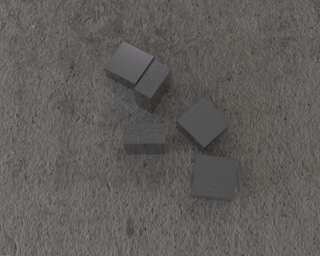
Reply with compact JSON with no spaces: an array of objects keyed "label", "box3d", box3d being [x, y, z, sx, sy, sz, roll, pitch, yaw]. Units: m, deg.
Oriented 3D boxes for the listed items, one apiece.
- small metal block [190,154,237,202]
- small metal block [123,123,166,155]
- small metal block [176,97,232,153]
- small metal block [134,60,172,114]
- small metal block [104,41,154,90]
[{"label":"small metal block","box3d":[0.066,0.063,0.386,0.050,0.025,0.050,7,70,2]},{"label":"small metal block","box3d":[-0.019,0.015,0.389,0.050,0.050,0.025,-1,70,0]},{"label":"small metal block","box3d":[0.057,-0.004,0.410,0.050,0.025,0.050,-41,75,-14]},{"label":"small metal block","box3d":[-0.009,-0.054,0.414,0.025,0.050,0.050,30,73,10]},{"label":"small metal block","box3d":[-0.043,-0.087,0.439,0.050,0.025,0.050,28,72,10]}]
